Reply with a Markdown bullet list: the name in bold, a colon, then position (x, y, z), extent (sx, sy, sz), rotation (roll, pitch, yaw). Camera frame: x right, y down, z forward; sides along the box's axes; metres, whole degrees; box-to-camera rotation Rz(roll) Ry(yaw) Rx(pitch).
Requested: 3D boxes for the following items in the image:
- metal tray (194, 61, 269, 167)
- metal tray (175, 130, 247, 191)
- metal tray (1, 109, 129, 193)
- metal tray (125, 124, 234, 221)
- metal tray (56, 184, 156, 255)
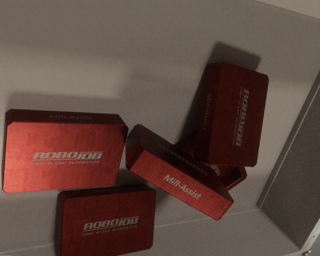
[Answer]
- **metal tray**: position (0.098, -0.015, 0.419), extent (0.091, 0.030, 0.129), rotation (8, 90, -32)
- **metal tray**: position (0.081, 0.056, 0.486), extent (0.090, 0.030, 0.130), rotation (-33, 129, -7)
- **metal tray**: position (-0.110, 0.027, 0.363), extent (0.131, 0.030, 0.089), rotation (2, 118, -30)
- **metal tray**: position (0.020, 0.051, 0.382), extent (0.130, 0.090, 0.030), rotation (32, 101, -15)
- **metal tray**: position (-0.072, 0.129, 0.427), extent (0.131, 0.030, 0.089), rotation (1, 96, -29)
